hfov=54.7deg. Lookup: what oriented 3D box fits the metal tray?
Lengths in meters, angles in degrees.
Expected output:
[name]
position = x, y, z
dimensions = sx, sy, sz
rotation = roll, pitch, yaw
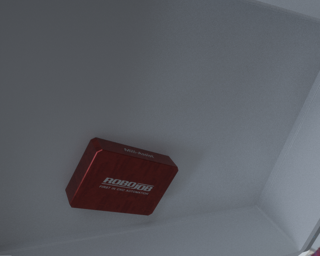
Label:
[metal tray]
position = -0.049, 0.071, 0.424
dimensions = 0.131, 0.030, 0.090
rotation = 18, 109, -36
